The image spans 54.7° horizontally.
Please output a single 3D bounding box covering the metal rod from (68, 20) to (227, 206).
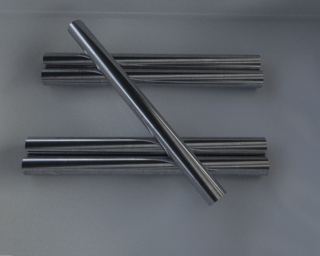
[{"bbox_3d":[-0.026,-0.030,0.393,0.025,0.025,0.300,-36,74,-12],"label":"metal rod"}]

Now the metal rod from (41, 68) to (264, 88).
[{"bbox_3d":[-0.010,-0.070,0.433,0.302,0.025,0.025,1,70,0],"label":"metal rod"}]

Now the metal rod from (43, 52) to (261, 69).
[{"bbox_3d":[-0.011,-0.093,0.441,0.302,0.025,0.025,1,70,0],"label":"metal rod"}]

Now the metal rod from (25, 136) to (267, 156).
[{"bbox_3d":[-0.017,0.024,0.399,0.302,0.025,0.025,0,70,0],"label":"metal rod"}]

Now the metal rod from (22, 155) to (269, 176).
[{"bbox_3d":[-0.017,0.047,0.390,0.302,0.025,0.025,0,70,0],"label":"metal rod"}]
